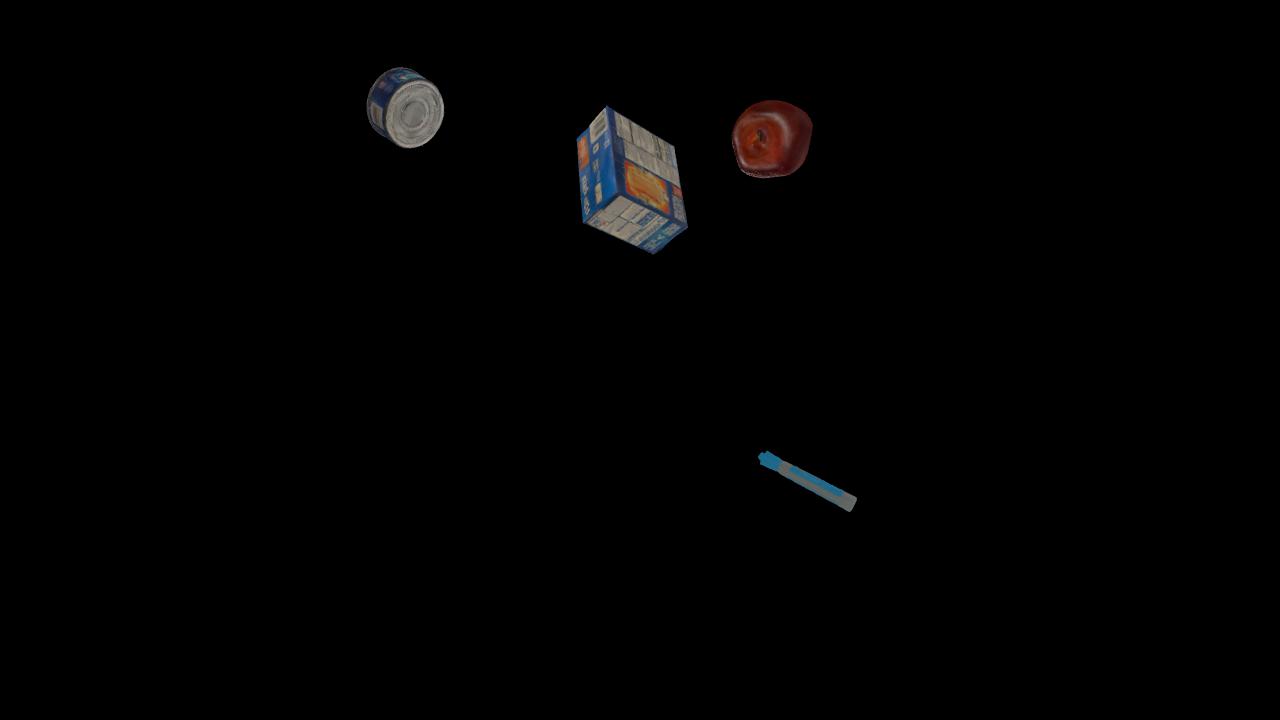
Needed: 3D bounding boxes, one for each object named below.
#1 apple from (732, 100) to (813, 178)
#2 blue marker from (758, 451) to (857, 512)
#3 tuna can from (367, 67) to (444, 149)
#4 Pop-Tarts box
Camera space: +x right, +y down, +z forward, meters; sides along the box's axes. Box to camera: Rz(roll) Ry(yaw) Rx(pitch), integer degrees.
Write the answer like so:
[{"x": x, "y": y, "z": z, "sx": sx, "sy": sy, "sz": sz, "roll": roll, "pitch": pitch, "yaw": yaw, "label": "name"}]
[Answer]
[{"x": 0.134, "y": -0.222, "z": 0.618, "sx": 0.079, "sy": 0.079, "sz": 0.093, "roll": 0, "pitch": 15, "yaw": 30, "label": "apple"}, {"x": 0.194, "y": 0.140, "z": 0.723, "sx": 0.121, "sy": 0.020, "sz": 0.020, "roll": 27, "pitch": 14, "yaw": 29, "label": "blue marker"}, {"x": -0.271, "y": -0.292, "z": 0.717, "sx": 0.034, "sy": 0.084, "sz": 0.084, "roll": 36, "pitch": 14, "yaw": 20, "label": "tuna can"}, {"x": -0.014, "y": -0.269, "z": 0.931, "sx": 0.141, "sy": 0.167, "sz": 0.083, "roll": 16, "pitch": -33, "yaw": -38, "label": "Pop-Tarts box"}]
